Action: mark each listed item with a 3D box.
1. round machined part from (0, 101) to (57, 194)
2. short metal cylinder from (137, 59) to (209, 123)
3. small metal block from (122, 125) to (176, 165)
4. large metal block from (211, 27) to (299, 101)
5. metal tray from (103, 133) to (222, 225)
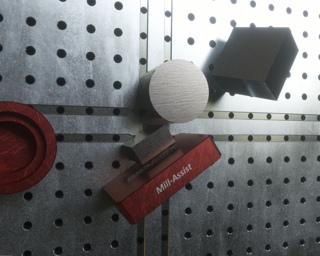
[{"bbox_3d":[-0.166,0.020,0.342,0.099,0.042,0.097,0,90,-21],"label":"round machined part"},{"bbox_3d":[0.016,-0.046,0.406,0.081,0.050,0.079,0,90,-21],"label":"short metal cylinder"},{"bbox_3d":[-0.016,0.019,0.395,0.050,0.050,0.025,-34,102,-17],"label":"small metal block"},{"bbox_3d":[0.130,-0.090,0.425,0.050,0.080,0.080,36,77,-46],"label":"large metal block"},{"bbox_3d":[0.000,0.054,0.379,0.131,0.090,0.030,-35,102,-17],"label":"metal tray"}]
